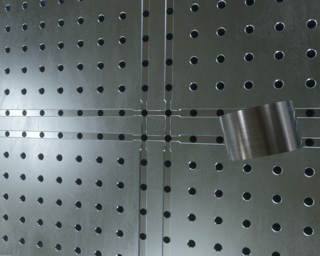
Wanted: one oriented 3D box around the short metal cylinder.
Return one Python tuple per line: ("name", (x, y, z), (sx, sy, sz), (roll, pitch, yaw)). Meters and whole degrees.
("short metal cylinder", (0.111, 0.004, 0.344), (0.080, 0.080, 0.050), (-13, 86, 19))
